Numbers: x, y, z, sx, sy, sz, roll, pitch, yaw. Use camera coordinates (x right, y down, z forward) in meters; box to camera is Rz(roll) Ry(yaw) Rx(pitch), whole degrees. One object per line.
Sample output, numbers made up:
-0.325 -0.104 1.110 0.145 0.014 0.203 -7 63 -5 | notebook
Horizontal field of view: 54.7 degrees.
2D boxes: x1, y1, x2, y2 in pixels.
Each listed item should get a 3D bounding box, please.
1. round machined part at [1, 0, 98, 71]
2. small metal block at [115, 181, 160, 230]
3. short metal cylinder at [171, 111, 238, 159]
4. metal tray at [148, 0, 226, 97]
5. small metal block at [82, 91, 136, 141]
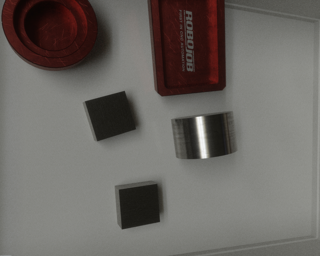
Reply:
-0.125 -0.114 0.356 0.099 0.042 0.097 0 90 -21 | round machined part
-0.030 0.098 0.401 0.050 0.025 0.050 -5 92 -20 | small metal block
0.057 0.008 0.404 0.081 0.080 0.050 -9 93 -20 | short metal cylinder
0.035 -0.110 0.395 0.091 0.030 0.129 -7 106 -7 | metal tray
-0.064 -0.015 0.388 0.050 0.025 0.050 -18 96 -20 | small metal block
